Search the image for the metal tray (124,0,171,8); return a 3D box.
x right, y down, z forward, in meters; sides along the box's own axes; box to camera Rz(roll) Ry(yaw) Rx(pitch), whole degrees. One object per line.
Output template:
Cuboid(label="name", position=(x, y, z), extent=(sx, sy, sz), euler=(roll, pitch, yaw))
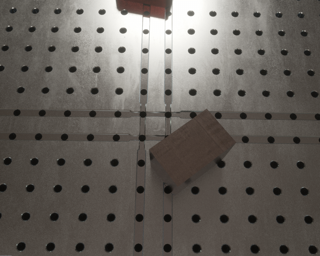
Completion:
Cuboid(label="metal tray", position=(-0.016, -0.265, 0.506), extent=(0.090, 0.030, 0.130), euler=(12, 70, 4))

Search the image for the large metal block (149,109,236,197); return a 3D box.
Cuboid(label="large metal block", position=(0.035, 0.033, 0.371), extent=(0.080, 0.080, 0.050), euler=(-35, 74, -12))
